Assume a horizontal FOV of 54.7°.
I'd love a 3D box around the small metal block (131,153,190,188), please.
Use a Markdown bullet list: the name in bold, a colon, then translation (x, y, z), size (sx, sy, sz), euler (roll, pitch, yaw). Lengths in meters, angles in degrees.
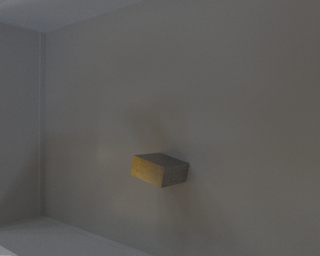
- **small metal block**: translation (0.000, 0.051, 0.388), size (0.050, 0.050, 0.025), euler (17, 101, 38)
